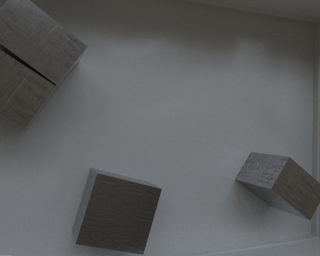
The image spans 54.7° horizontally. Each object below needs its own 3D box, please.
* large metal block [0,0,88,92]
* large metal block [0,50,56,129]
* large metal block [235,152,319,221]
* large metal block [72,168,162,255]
[{"bbox_3d":[-0.131,-0.086,0.333,0.080,0.080,0.050,38,78,-17],"label":"large metal block"},{"bbox_3d":[-0.160,-0.042,0.322,0.080,0.080,0.050,35,79,-17],"label":"large metal block"},{"bbox_3d":[0.171,0.081,0.447,0.080,0.080,0.050,38,78,-17],"label":"large metal block"},{"bbox_3d":[-0.053,0.100,0.378,0.081,0.050,0.080,18,84,-20],"label":"large metal block"}]
